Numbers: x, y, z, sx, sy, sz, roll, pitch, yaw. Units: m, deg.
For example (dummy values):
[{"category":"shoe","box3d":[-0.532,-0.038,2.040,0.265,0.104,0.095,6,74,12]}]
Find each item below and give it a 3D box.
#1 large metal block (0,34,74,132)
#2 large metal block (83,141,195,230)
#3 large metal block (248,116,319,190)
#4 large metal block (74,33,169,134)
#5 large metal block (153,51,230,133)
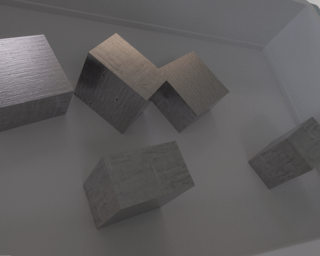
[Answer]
[{"category":"large metal block","box3d":[-0.153,-0.050,0.338,0.081,0.050,0.080,-21,73,-36]},{"category":"large metal block","box3d":[-0.025,0.059,0.321,0.081,0.080,0.050,-10,67,-32]},{"category":"large metal block","box3d":[0.190,0.037,0.450,0.081,0.080,0.050,-28,77,-37]},{"category":"large metal block","box3d":[-0.049,-0.051,0.375,0.080,0.080,0.050,40,51,-1]},{"category":"large metal block","box3d":[0.038,-0.052,0.441,0.081,0.050,0.080,-35,82,-38]}]
